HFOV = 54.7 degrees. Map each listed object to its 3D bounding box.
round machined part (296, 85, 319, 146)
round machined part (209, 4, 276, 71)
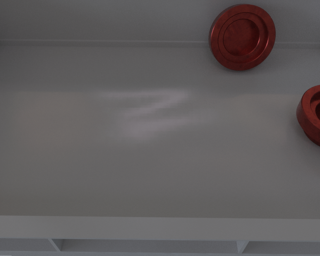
[{"bbox_3d":[0.228,-0.009,0.403,0.099,0.042,0.098,0,50,0],"label":"round machined part"},{"bbox_3d":[0.125,-0.143,0.485,0.099,0.097,0.042,-2,25,-1],"label":"round machined part"}]
